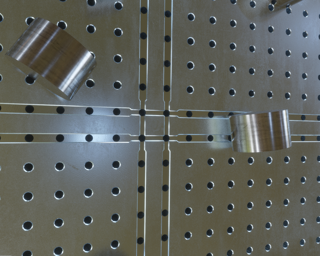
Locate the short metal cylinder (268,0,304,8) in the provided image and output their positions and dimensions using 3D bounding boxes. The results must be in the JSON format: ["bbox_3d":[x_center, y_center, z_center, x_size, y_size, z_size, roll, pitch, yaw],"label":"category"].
[{"bbox_3d":[0.204,-0.233,0.476,0.081,0.050,0.079,0,90,-20],"label":"short metal cylinder"}]

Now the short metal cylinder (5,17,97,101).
[{"bbox_3d":[-0.118,-0.073,0.340,0.080,0.080,0.050,36,78,-17],"label":"short metal cylinder"}]

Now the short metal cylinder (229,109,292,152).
[{"bbox_3d":[0.140,0.003,0.437,0.081,0.080,0.050,-8,93,-20],"label":"short metal cylinder"}]
